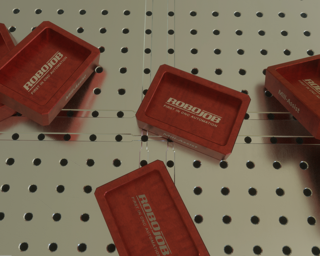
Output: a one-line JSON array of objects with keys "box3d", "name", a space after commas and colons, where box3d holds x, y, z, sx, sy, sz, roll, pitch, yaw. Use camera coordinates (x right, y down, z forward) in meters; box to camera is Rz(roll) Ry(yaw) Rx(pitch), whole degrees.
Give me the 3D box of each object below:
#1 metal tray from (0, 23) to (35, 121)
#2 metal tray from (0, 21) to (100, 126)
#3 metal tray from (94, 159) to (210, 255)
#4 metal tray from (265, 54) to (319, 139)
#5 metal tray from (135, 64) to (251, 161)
[{"box3d": [-0.235, -0.076, 0.435, 0.090, 0.030, 0.130, -28, 73, -10], "name": "metal tray"}, {"box3d": [-0.151, -0.076, 0.410, 0.090, 0.030, 0.130, 29, 57, -1], "name": "metal tray"}, {"box3d": [-0.011, 0.114, 0.367, 0.090, 0.030, 0.130, -24, 72, -9], "name": "metal tray"}, {"box3d": [0.205, -0.045, 0.392, 0.091, 0.030, 0.130, -14, 39, -5], "name": "metal tray"}, {"box3d": [0.044, -0.023, 0.417, 0.130, 0.030, 0.090, 22, 71, 8], "name": "metal tray"}]
